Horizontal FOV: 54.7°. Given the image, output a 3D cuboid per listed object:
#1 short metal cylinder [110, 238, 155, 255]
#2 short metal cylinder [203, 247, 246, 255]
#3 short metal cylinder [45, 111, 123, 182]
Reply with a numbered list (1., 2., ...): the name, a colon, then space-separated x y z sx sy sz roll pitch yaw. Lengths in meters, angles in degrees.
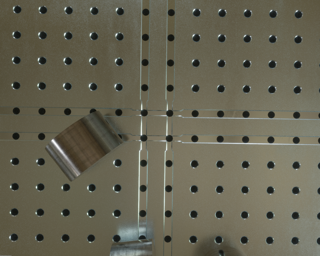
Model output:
1. short metal cylinder: -0.030 0.182 0.386 0.050 0.080 0.080 -6 90 0
2. short metal cylinder: 0.089 0.204 0.402 0.081 0.050 0.079 0 90 0
3. short metal cylinder: -0.092 0.022 0.385 0.080 0.080 0.050 -37 90 0
